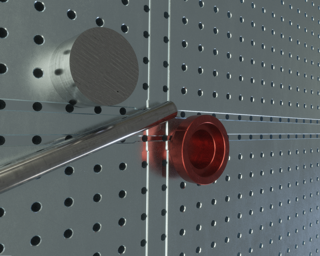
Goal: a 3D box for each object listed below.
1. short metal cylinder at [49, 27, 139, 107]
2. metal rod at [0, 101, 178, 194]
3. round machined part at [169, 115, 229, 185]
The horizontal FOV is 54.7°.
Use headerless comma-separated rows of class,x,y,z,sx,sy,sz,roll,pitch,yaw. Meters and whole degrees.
short metal cylinder,-0.070,-0.063,0.335,0.081,0.050,0.079,0,90,-40
metal rod,-0.094,0.024,0.331,0.302,0.025,0.025,-24,106,-38
round machined part,0.052,0.030,0.444,0.099,0.042,0.097,0,90,-40
